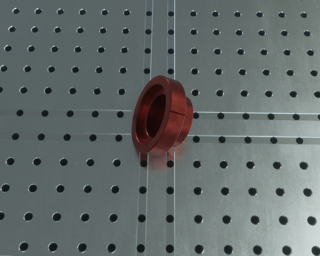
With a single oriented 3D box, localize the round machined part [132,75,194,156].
[{"bbox_3d":[0.005,-0.013,0.388,0.042,0.098,0.098,15,67,-28],"label":"round machined part"}]
